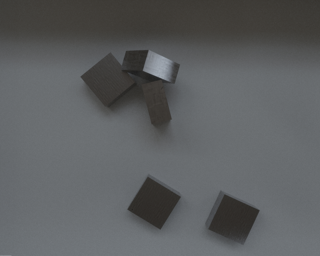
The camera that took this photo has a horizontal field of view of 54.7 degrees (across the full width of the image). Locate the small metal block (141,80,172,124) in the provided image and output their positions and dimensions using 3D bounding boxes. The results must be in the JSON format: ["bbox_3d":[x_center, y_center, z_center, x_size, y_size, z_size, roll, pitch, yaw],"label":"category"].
[{"bbox_3d":[-0.004,-0.032,0.399,0.025,0.050,0.050,-14,90,0],"label":"small metal block"}]

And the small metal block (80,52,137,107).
[{"bbox_3d":[-0.067,-0.063,0.411,0.050,0.025,0.050,-39,90,0],"label":"small metal block"}]

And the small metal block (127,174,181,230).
[{"bbox_3d":[-0.008,0.097,0.411,0.050,0.025,0.050,32,90,0],"label":"small metal block"}]

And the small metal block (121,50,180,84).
[{"bbox_3d":[-0.012,-0.076,0.388,0.050,0.050,0.025,16,90,-39],"label":"small metal block"}]

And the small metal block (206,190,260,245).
[{"bbox_3d":[0.096,0.118,0.412,0.050,0.025,0.050,25,90,0],"label":"small metal block"}]
